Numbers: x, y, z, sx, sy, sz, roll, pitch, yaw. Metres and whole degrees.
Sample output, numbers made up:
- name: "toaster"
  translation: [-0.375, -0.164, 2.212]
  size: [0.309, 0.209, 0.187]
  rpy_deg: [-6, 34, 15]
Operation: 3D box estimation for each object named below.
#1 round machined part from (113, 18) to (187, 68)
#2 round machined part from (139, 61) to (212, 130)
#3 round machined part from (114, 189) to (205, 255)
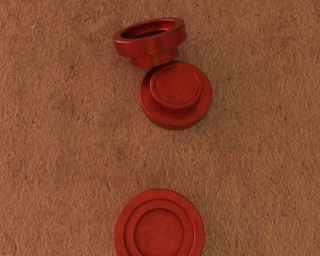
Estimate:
- name: "round machined part"
  translation: [-0.011, -0.115, 0.424]
  size: [0.098, 0.042, 0.098]
  rpy_deg: [-10, 32, 7]
- name: "round machined part"
  translation: [0.021, -0.049, 0.417]
  size: [0.099, 0.042, 0.098]
  rpy_deg: [0, 70, 0]
- name: "round machined part"
  translation: [0.000, 0.122, 0.354]
  size: [0.099, 0.042, 0.098]
  rpy_deg: [0, 70, 0]
